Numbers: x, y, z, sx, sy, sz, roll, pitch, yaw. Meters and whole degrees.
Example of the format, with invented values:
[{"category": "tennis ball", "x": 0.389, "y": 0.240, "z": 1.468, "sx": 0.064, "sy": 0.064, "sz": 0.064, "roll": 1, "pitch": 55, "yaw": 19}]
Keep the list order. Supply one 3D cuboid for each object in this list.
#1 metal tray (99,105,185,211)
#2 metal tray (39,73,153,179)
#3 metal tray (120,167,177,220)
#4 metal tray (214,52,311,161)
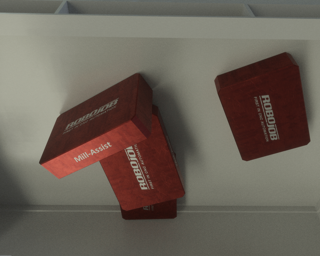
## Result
[{"category": "metal tray", "x": -0.027, "y": 0.042, "z": 0.409, "sx": 0.090, "sy": 0.030, "sz": 0.129, "roll": -16, "pitch": 115, "yaw": 8}, {"category": "metal tray", "x": -0.072, "y": -0.003, "z": 0.362, "sx": 0.130, "sy": 0.090, "sz": 0.030, "roll": -25, "pitch": 126, "yaw": 19}, {"category": "metal tray", "x": -0.020, "y": 0.094, "z": 0.485, "sx": 0.091, "sy": 0.030, "sz": 0.129, "roll": -2, "pitch": 130, "yaw": 1}, {"category": "metal tray", "x": 0.131, "y": -0.020, "z": 0.390, "sx": 0.090, "sy": 0.030, "sz": 0.130, "roll": -18, "pitch": 128, "yaw": 14}]
